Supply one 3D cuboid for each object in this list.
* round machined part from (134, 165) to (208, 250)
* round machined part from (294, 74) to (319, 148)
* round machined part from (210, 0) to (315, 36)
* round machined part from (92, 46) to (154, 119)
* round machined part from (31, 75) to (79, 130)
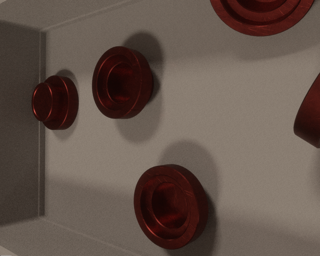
[{"bbox_3d":[0.017,0.093,0.380,0.098,0.042,0.097,0,90,39],"label":"round machined part"},{"bbox_3d":[0.151,-0.024,0.235,0.042,0.099,0.097,40,114,32],"label":"round machined part"},{"bbox_3d":[0.098,-0.141,0.292,0.098,0.042,0.097,19,140,17],"label":"round machined part"},{"bbox_3d":[-0.047,-0.061,0.433,0.098,0.042,0.097,0,90,39],"label":"round machined part"},{"bbox_3d":[-0.192,-0.045,0.551,0.098,0.042,0.097,0,90,39],"label":"round machined part"}]
